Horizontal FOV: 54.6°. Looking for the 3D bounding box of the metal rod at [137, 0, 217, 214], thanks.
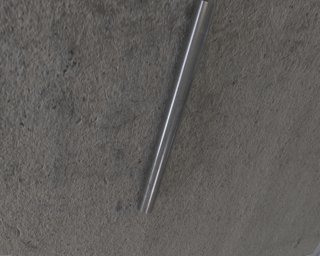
[{"bbox_3d":[0.015,-0.010,0.407,0.025,0.025,0.298,1,118,-29],"label":"metal rod"}]
